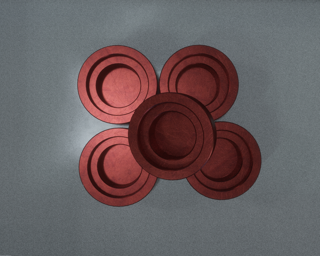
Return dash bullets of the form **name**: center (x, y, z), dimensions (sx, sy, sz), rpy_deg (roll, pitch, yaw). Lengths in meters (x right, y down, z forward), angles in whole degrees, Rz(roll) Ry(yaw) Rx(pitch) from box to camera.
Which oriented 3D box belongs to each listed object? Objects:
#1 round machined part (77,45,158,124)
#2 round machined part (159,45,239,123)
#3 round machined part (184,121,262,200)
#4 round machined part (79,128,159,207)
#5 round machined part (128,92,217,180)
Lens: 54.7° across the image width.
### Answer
- **round machined part**: center (-0.052, -0.053, 0.400), dimensions (0.099, 0.042, 0.097), rpy_deg (0, 90, -1)
- **round machined part**: center (0.048, -0.054, 0.402), dimensions (0.099, 0.042, 0.097), rpy_deg (0, 90, -1)
- **round machined part**: center (0.076, 0.040, 0.402), dimensions (0.099, 0.042, 0.097), rpy_deg (0, 90, -1)
- **round machined part**: center (-0.051, 0.048, 0.401), dimensions (0.099, 0.042, 0.097), rpy_deg (0, 90, -1)
- **round machined part**: center (0.016, 0.008, 0.359), dimensions (0.098, 0.042, 0.097), rpy_deg (2, 95, 18)
